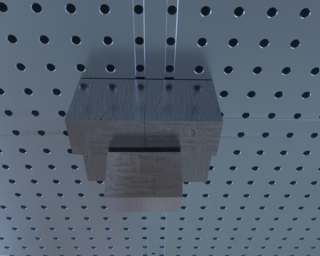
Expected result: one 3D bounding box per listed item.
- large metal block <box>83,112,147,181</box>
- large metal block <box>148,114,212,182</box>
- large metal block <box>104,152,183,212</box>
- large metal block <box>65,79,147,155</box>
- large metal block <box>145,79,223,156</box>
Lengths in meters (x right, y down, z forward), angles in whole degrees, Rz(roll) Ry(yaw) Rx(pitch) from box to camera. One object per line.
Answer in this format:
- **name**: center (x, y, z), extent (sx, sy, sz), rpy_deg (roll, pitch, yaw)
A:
- **large metal block**: center (-0.057, 0.026, 0.414), extent (0.081, 0.050, 0.079), rpy_deg (1, 130, -1)
- **large metal block**: center (0.024, 0.027, 0.416), extent (0.081, 0.050, 0.079), rpy_deg (1, 130, -1)
- **large metal block**: center (-0.017, 0.066, 0.363), extent (0.081, 0.050, 0.080), rpy_deg (0, 154, -1)
- **large metal block**: center (-0.057, -0.015, 0.361), extent (0.081, 0.080, 0.050), rpy_deg (1, 130, -1)
- **large metal block**: center (0.024, -0.014, 0.363), extent (0.081, 0.080, 0.050), rpy_deg (1, 130, -1)
